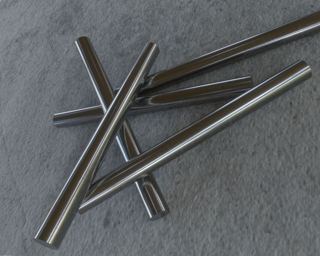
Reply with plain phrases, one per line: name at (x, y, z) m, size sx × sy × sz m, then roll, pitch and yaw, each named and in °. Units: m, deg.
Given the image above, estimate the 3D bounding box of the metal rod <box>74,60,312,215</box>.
metal rod at (0.037, 0.008, 0.350) m, size 0.301 × 0.025 × 0.025 m, roll -31°, pitch 52°, yaw -3°

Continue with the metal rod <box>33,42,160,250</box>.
metal rod at (-0.059, -0.005, 0.375) m, size 0.025 × 0.025 × 0.300 m, roll 0°, pitch 49°, yaw 28°

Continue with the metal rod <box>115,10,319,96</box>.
metal rod at (0.075, -0.092, 0.420) m, size 0.301 × 0.025 × 0.025 m, roll -18°, pitch 55°, yaw 17°

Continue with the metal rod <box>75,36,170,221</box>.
metal rod at (-0.061, -0.019, 0.416) m, size 0.025 × 0.025 × 0.299 m, roll -32°, pitch 61°, yaw 7°

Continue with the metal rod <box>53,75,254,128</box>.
metal rod at (-0.024, -0.032, 0.434) m, size 0.301 × 0.025 × 0.025 m, roll -8°, pitch 58°, yaw 23°
